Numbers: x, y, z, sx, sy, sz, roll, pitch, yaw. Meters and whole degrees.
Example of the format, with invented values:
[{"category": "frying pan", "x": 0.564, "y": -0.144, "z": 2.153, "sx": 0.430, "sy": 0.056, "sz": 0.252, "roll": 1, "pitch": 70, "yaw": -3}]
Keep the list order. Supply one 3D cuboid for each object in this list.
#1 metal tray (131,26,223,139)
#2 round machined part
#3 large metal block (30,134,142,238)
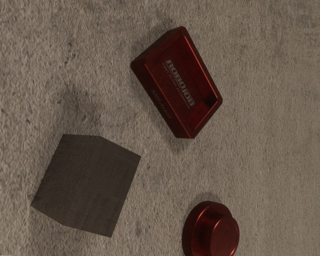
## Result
[{"category": "metal tray", "x": 0.029, "y": -0.060, "z": 0.427, "sx": 0.090, "sy": 0.030, "sz": 0.130, "roll": -48, "pitch": 119, "yaw": -29}, {"category": "round machined part", "x": 0.083, "y": 0.163, "z": 0.466, "sx": 0.099, "sy": 0.042, "sz": 0.097, "roll": 0, "pitch": 90, "yaw": -40}, {"category": "large metal block", "x": -0.075, "y": 0.053, "z": 0.308, "sx": 0.050, "sy": 0.080, "sz": 0.080, "roll": 32, "pitch": 70, "yaw": -36}]
